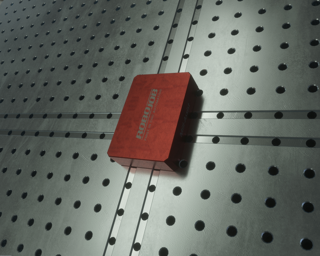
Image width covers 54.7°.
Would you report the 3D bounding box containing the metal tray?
[{"bbox_3d":[-0.008,-0.012,0.414,0.090,0.030,0.130,2,63,29],"label":"metal tray"}]
